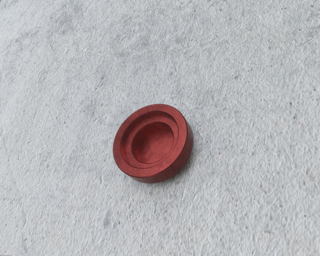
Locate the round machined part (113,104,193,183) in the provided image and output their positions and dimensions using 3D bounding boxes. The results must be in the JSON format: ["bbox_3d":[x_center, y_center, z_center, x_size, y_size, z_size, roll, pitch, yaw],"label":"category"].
[{"bbox_3d":[-0.005,0.022,0.382,0.098,0.042,0.098,-13,56,20],"label":"round machined part"}]
